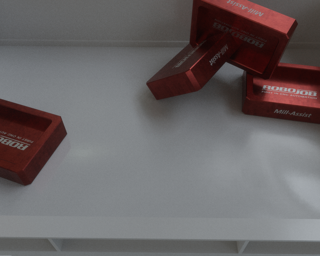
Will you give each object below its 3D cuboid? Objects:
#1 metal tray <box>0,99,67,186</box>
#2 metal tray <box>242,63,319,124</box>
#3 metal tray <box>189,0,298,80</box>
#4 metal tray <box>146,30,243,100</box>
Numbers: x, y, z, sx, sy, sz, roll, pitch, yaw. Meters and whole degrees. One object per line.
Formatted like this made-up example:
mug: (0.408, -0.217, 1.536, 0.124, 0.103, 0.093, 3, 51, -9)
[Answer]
metal tray: (-0.199, 0.010, 0.391, 0.130, 0.030, 0.090, 16, 52, 12)
metal tray: (0.188, -0.054, 0.447, 0.131, 0.030, 0.090, 8, 50, 6)
metal tray: (0.106, -0.128, 0.424, 0.130, 0.090, 0.030, 29, 67, 15)
metal tray: (0.051, -0.095, 0.448, 0.090, 0.030, 0.131, -6, 34, 51)
